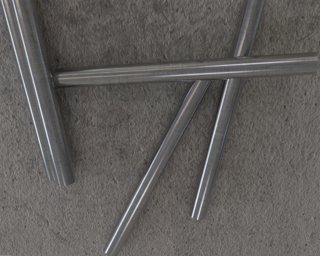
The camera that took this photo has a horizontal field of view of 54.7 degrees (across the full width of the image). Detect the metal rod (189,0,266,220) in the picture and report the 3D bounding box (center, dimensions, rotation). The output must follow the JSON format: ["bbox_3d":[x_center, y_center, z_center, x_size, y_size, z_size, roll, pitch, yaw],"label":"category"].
[{"bbox_3d":[0.082,-0.010,0.406,0.025,0.025,0.298,10,110,-4],"label":"metal rod"}]

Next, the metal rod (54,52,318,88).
[{"bbox_3d":[0.023,-0.067,0.366,0.301,0.025,0.025,-2,110,8],"label":"metal rod"}]

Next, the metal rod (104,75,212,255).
[{"bbox_3d":[-0.010,0.063,0.432,0.025,0.025,0.298,24,108,-9],"label":"metal rod"}]

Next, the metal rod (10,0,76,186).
[{"bbox_3d":[-0.142,-0.067,0.365,0.025,0.025,0.298,-6,110,2],"label":"metal rod"}]

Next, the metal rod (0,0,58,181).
[{"bbox_3d":[-0.161,-0.072,0.381,0.025,0.025,0.298,-6,110,2],"label":"metal rod"}]
